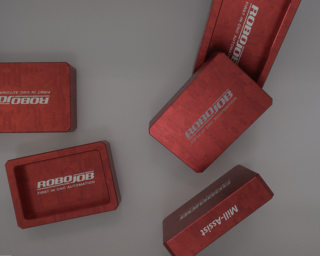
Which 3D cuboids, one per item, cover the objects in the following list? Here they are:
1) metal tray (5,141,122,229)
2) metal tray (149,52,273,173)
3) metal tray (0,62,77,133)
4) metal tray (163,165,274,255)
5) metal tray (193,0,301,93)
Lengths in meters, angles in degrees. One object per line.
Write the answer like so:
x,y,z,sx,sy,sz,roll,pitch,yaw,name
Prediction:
-0.125,0.072,0.407,0.131,0.030,0.089,-12,90,0,metal tray
0.060,-0.018,0.386,0.090,0.030,0.130,40,103,-12,metal tray
-0.179,-0.039,0.407,0.131,0.030,0.089,-1,90,0,metal tray
0.064,0.100,0.379,0.130,0.090,0.030,-36,90,0,metal tray
0.098,-0.111,0.374,0.091,0.030,0.129,13,125,-1,metal tray
